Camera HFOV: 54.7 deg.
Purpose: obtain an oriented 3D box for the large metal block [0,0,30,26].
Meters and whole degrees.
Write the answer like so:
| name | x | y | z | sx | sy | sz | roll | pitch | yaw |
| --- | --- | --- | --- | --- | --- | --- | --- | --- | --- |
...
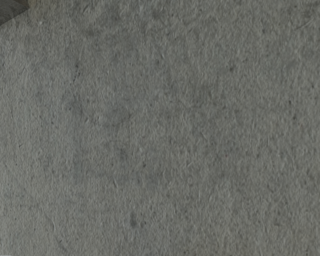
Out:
| name | x | y | z | sx | sy | sz | roll | pitch | yaw |
| --- | --- | --- | --- | --- | --- | --- | --- | --- | --- |
| large metal block | -0.264 | -0.215 | 0.487 | 0.080 | 0.050 | 0.080 | -20 | 83 | 18 |
